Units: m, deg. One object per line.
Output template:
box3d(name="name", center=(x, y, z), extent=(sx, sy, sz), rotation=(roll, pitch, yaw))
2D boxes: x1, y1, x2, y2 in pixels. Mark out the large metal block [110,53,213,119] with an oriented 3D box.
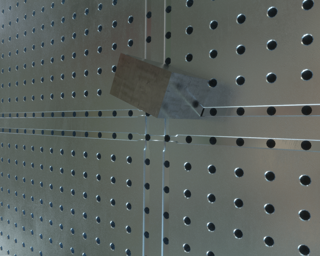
box3d(name="large metal block", center=(0.002, -0.049, 0.370), extent=(0.080, 0.081, 0.050), rotation=(28, 108, 36))
